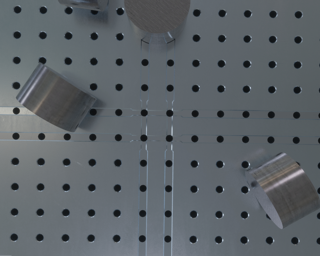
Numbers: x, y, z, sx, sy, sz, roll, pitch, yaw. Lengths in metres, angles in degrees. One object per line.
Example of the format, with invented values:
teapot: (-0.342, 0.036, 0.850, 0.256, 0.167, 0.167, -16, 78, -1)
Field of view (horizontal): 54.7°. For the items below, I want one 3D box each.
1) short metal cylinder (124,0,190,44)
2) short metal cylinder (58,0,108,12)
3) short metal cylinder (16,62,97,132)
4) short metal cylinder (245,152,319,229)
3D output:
short metal cylinder: (-0.003, -0.155, 0.401, 0.081, 0.050, 0.079, 0, 90, 0)
short metal cylinder: (-0.094, -0.191, 0.385, 0.050, 0.080, 0.080, 9, 90, 0)
short metal cylinder: (-0.127, -0.038, 0.385, 0.080, 0.080, 0.050, 34, 90, 0)
short metal cylinder: (0.151, 0.077, 0.387, 0.050, 0.080, 0.080, -29, 90, 0)
